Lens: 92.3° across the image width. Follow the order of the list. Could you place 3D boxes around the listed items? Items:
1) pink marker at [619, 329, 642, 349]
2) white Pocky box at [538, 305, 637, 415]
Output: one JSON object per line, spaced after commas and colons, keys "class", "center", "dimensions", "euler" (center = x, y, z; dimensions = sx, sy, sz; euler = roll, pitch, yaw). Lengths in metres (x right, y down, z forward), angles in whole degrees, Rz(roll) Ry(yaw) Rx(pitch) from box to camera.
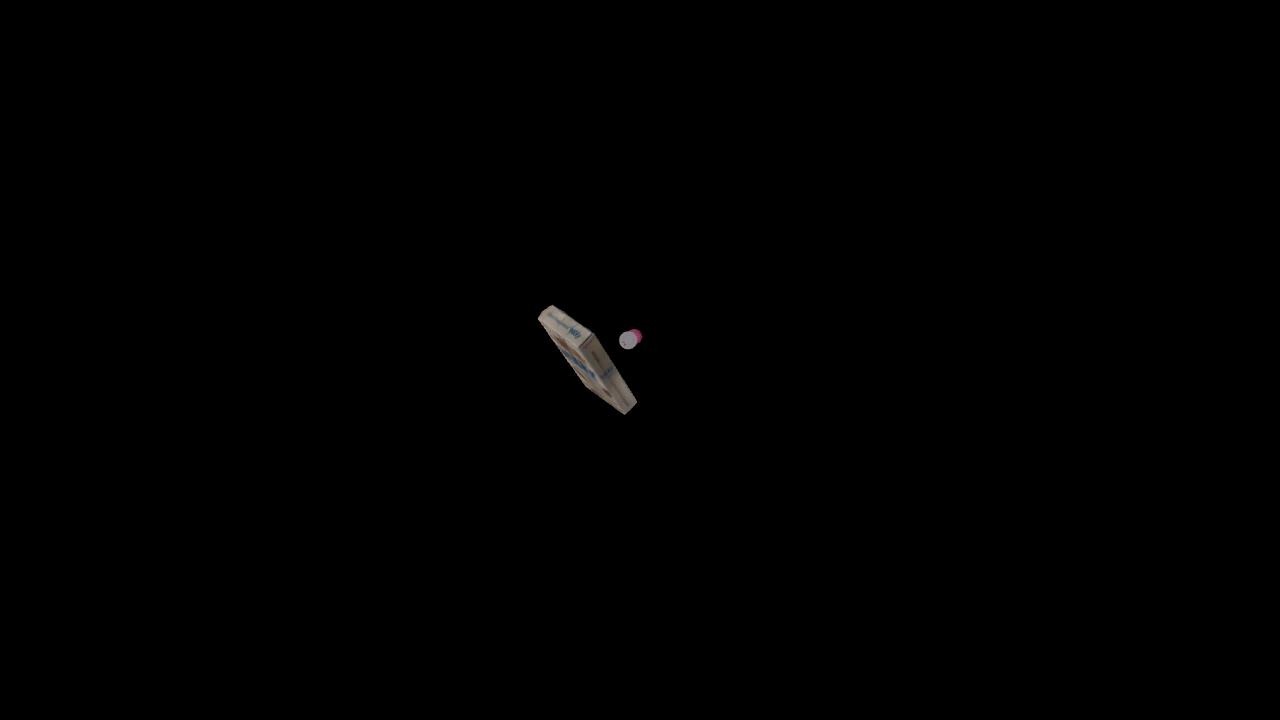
{"class": "pink marker", "center": [-0.010, -0.025, 0.700], "dimensions": [0.020, 0.020, 0.121], "euler": [0, 4, 3]}
{"class": "white Pocky box", "center": [-0.061, 0.003, 0.755], "dimensions": [0.084, 0.028, 0.154], "euler": [34, -17, 37]}
